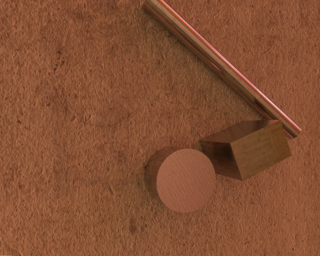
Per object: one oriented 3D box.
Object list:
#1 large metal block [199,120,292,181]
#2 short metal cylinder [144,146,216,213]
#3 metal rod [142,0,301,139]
[{"bbox_3d":[0.114,0.027,0.423,0.081,0.080,0.050,-22,98,-19],"label":"large metal block"},{"bbox_3d":[0.025,0.065,0.406,0.081,0.050,0.079,0,90,-21],"label":"short metal cylinder"},{"bbox_3d":[0.098,-0.081,0.446,0.301,0.025,0.025,38,78,-17],"label":"metal rod"}]
